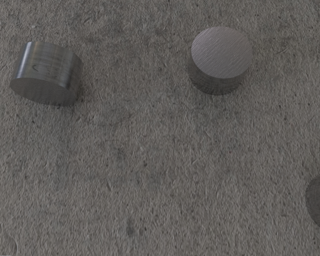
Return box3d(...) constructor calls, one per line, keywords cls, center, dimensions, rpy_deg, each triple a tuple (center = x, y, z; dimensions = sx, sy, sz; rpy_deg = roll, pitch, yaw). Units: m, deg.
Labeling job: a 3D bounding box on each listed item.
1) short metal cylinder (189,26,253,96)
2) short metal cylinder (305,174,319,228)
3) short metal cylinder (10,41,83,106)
box3d(cls="short metal cylinder", center=(0.081, -0.092, 0.429), dimensions=(0.081, 0.050, 0.080), rpy_deg=(0, 70, 0))
box3d(cls="short metal cylinder", center=(0.223, 0.086, 0.365), dimensions=(0.081, 0.050, 0.080), rpy_deg=(0, 70, 0))
box3d(cls="short metal cylinder", center=(-0.145, -0.068, 0.402), dimensions=(0.080, 0.080, 0.050), rpy_deg=(6, 70, 2))
